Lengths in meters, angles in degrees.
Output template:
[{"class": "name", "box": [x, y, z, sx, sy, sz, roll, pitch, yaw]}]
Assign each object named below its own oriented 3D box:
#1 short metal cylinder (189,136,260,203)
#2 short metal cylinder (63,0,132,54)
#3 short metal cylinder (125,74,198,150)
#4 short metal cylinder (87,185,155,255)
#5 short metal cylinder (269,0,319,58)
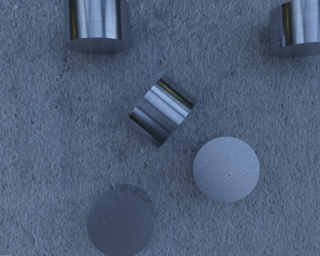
[{"class": "short metal cylinder", "box": [0.080, 0.050, 0.398, 0.081, 0.050, 0.080, 0, 90, 0]}, {"class": "short metal cylinder", "box": [-0.076, -0.125, 0.382, 0.081, 0.080, 0.050, -2, 90, 0]}, {"class": "short metal cylinder", "box": [0.002, -0.019, 0.382, 0.050, 0.080, 0.080, 39, 90, 0]}, {"class": "short metal cylinder", "box": [-0.047, 0.116, 0.397, 0.081, 0.050, 0.080, 0, 90, 0]}, {"class": "short metal cylinder", "box": [0.178, -0.121, 0.384, 0.081, 0.080, 0.050, -2, 90, 0]}]
